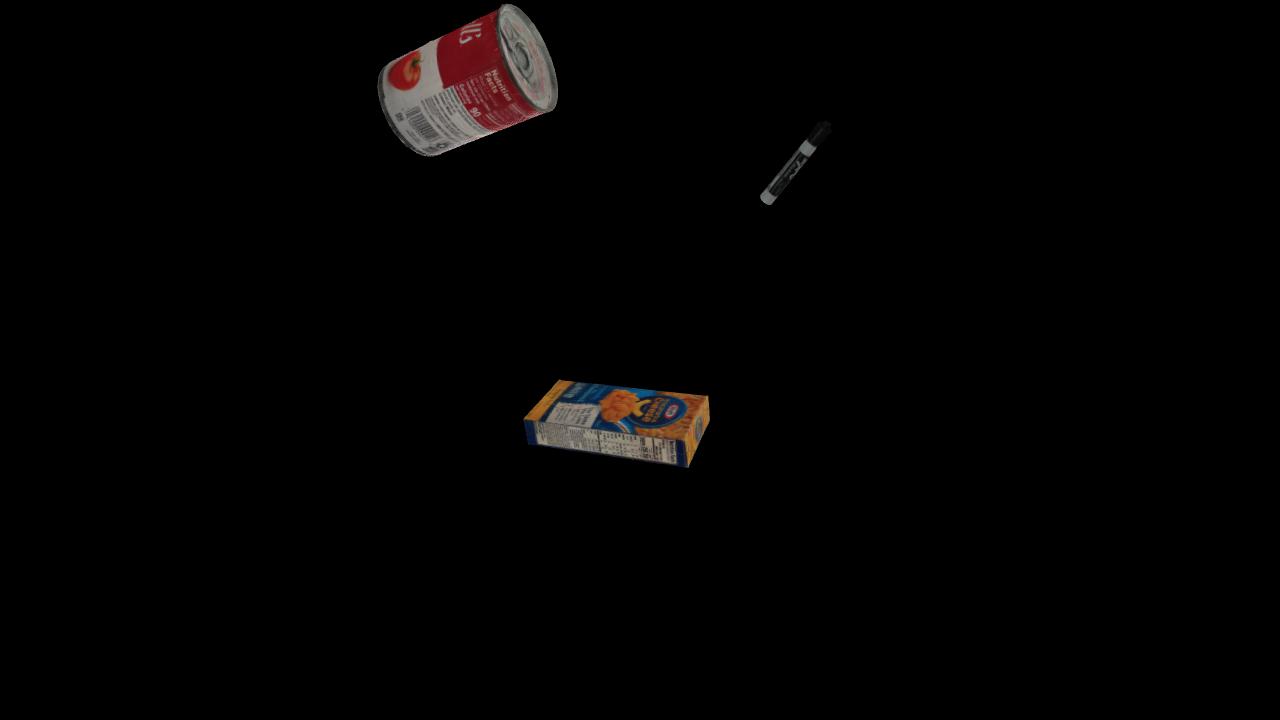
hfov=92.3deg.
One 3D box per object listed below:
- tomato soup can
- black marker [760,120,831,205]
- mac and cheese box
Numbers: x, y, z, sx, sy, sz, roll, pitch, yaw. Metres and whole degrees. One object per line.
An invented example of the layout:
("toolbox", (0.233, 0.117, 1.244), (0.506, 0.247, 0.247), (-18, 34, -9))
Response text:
("tomato soup can", (-0.116, -0.185, 0.417), (0.101, 0.068, 0.068), (-12, -5, 23))
("black marker", (0.188, -0.238, 0.746), (0.020, 0.020, 0.121), (0, -34, -32))
("mac and cheese box", (-0.024, 0.066, 0.672), (0.184, 0.041, 0.093), (4, 27, 20))
